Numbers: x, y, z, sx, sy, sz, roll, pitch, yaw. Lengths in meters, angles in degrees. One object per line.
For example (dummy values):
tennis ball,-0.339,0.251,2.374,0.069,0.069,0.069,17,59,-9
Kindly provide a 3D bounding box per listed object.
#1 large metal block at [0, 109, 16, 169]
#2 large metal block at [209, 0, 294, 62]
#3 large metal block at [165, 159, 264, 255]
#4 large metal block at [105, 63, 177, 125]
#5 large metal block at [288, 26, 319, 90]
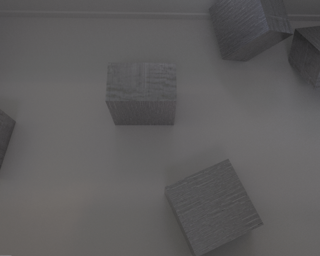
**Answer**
large metal block,-0.243,0.015,0.389,0.080,0.050,0.080,8,70,2
large metal block,0.121,-0.146,0.421,0.050,0.080,0.080,-5,77,-35
large metal block,0.059,0.093,0.363,0.080,0.050,0.080,-23,72,-8
large metal block,-0.021,-0.041,0.395,0.081,0.080,0.050,0,70,0
large metal block,0.233,-0.098,0.415,0.081,0.050,0.080,-7,41,-2
